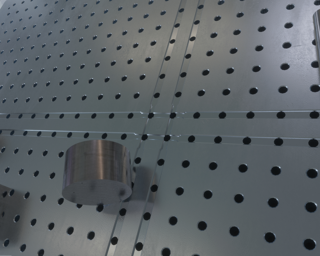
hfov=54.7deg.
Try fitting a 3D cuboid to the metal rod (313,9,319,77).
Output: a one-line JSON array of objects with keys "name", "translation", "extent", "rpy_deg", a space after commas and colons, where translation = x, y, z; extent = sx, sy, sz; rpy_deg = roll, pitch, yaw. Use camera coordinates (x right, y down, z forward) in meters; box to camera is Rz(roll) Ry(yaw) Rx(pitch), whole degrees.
[{"name": "metal rod", "translation": [0.183, -0.010, 0.317], "extent": [0.025, 0.025, 0.299], "rpy_deg": [-5, 59, 25]}]

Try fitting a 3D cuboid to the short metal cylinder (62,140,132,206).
[{"name": "short metal cylinder", "translation": [-0.076, 0.056, 0.378], "extent": [0.080, 0.080, 0.050], "rpy_deg": [-18, 55, 17]}]

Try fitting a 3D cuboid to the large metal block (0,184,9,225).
[{"name": "large metal block", "translation": [-0.285, 0.127, 0.464], "extent": [0.080, 0.050, 0.080], "rpy_deg": [-15, 55, 19]}]
